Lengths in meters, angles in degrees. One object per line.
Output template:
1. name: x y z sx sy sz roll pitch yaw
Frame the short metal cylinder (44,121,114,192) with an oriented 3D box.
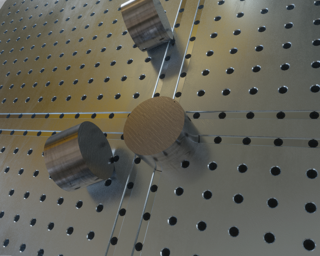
1. short metal cylinder: -0.103 0.037 0.404 0.050 0.080 0.080 -22 54 15

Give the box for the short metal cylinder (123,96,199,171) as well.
1. short metal cylinder: 0.002 0.007 0.387 0.080 0.050 0.080 -13 56 21

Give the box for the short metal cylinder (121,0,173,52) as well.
1. short metal cylinder: -0.019 -0.167 0.485 0.050 0.080 0.080 -21 54 16
